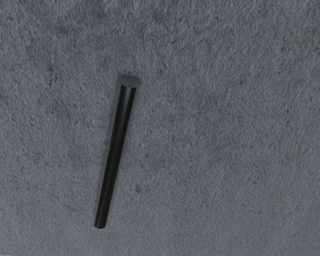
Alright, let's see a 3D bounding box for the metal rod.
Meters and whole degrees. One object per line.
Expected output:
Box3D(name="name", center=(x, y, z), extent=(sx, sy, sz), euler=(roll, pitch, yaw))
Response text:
Box3D(name="metal rod", center=(-0.070, 0.056, 0.454), extent=(0.025, 0.025, 0.298), euler=(10, 130, -9))
